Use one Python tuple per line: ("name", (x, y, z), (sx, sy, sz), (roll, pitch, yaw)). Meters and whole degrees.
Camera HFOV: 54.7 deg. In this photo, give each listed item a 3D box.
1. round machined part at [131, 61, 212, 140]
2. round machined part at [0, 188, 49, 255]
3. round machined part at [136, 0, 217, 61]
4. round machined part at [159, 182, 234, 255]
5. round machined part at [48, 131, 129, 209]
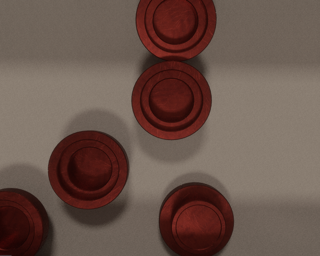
("round machined part", (0.015, -0.036, 0.399), (0.099, 0.042, 0.097), (0, 98, 1))
("round machined part", (-0.192, 0.126, 0.400), (0.099, 0.042, 0.097), (0, 90, -1))
("round machined part", (0.019, -0.136, 0.394), (0.099, 0.042, 0.097), (-1, 107, -3))
("round machined part", (0.048, 0.123, 0.404), (0.099, 0.042, 0.097), (0, 90, -1))
("round machined part", (-0.089, 0.052, 0.402), (0.099, 0.042, 0.097), (0, 90, -1))
